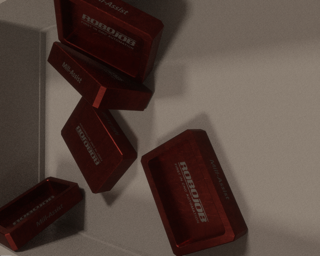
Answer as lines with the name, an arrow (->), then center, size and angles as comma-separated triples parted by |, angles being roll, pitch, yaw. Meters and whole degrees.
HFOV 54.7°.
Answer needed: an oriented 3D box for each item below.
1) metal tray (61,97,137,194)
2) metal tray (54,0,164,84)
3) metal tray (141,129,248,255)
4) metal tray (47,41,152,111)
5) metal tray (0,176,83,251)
metal tray -> -0.099, 0.024, 0.483 | 0.090, 0.030, 0.130 | -51, 61, 27
metal tray -> -0.066, -0.119, 0.388 | 0.130, 0.030, 0.090 | 28, 149, 4
metal tray -> 0.036, 0.077, 0.372 | 0.090, 0.030, 0.130 | -33, 70, 35
metal tray -> -0.084, -0.072, 0.431 | 0.130, 0.091, 0.030 | 41, 115, 32
metal tray -> -0.203, 0.131, 0.503 | 0.090, 0.131, 0.030 | 3, 117, 39
